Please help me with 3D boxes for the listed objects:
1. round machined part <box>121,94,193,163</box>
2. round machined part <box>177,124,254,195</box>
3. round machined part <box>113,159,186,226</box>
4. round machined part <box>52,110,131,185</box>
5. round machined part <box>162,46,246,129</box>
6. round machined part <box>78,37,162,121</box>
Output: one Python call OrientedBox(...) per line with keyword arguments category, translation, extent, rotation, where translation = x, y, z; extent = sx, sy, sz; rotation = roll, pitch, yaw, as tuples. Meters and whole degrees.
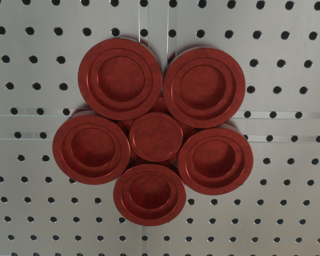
OrientedBox(category="round machined part", translation=(-0.005, 0.006, 0.406), extent=(0.099, 0.042, 0.097), rotation=(0, 110, 0))
OrientedBox(category="round machined part", translation=(0.071, 0.038, 0.419), extent=(0.099, 0.042, 0.097), rotation=(0, 110, 0))
OrientedBox(category="round machined part", translation=(-0.014, 0.085, 0.435), extent=(0.099, 0.042, 0.097), rotation=(0, 110, 0))
OrientedBox(category="round machined part", translation=(-0.087, 0.023, 0.411), extent=(0.099, 0.042, 0.097), rotation=(0, 110, 0))
OrientedBox(category="round machined part", translation=(0.052, -0.052, 0.385), extent=(0.099, 0.042, 0.097), rotation=(0, 110, 0))
OrientedBox(category="round machined part", translation=(-0.047, -0.062, 0.381), extent=(0.099, 0.042, 0.097), rotation=(0, 110, 0))
